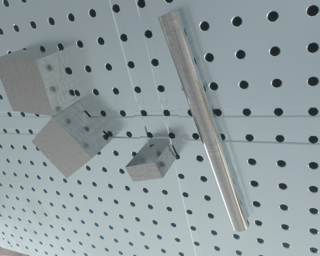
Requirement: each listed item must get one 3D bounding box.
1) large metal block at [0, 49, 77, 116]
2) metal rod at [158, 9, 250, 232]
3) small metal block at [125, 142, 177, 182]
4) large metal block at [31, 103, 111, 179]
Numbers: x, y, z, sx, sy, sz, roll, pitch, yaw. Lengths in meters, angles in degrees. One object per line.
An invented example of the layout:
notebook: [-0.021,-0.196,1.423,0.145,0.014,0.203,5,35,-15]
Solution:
large metal block: [-0.178,-0.067,0.447,0.080,0.050,0.079,7,122,24]
metal rod: [0.061,0.007,0.383,0.025,0.025,0.299,-8,115,32]
small metal block: [-0.011,0.047,0.430,0.050,0.050,0.025,-13,112,33]
large metal block: [-0.138,0.020,0.480,0.080,0.050,0.080,48,129,-6]
